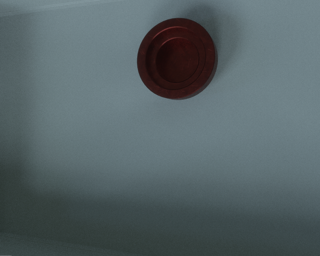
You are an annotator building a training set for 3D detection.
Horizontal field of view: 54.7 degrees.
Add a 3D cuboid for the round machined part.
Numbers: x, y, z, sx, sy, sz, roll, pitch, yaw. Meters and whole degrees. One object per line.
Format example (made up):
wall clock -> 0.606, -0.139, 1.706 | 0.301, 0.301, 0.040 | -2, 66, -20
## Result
round machined part -> 0.024, -0.084, 0.392 | 0.098, 0.042, 0.097 | 0, 90, 19
